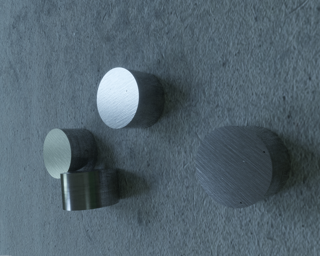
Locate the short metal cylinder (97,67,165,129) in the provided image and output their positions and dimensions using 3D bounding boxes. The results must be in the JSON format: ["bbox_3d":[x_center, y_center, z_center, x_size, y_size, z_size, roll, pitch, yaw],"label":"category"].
[{"bbox_3d":[-0.040,-0.039,0.422,0.080,0.050,0.080,0,90,40],"label":"short metal cylinder"}]

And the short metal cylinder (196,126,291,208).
[{"bbox_3d":[0.085,0.037,0.319,0.080,0.050,0.080,0,90,40],"label":"short metal cylinder"}]

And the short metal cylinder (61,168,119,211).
[{"bbox_3d":[-0.103,0.088,0.454,0.080,0.081,0.050,-9,84,39],"label":"short metal cylinder"}]

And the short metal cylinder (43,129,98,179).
[{"bbox_3d":[-0.149,0.040,0.512,0.080,0.050,0.080,0,90,40],"label":"short metal cylinder"}]
